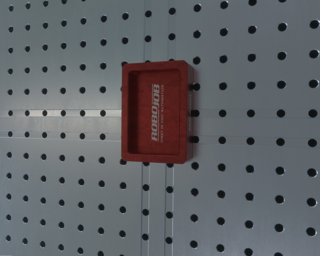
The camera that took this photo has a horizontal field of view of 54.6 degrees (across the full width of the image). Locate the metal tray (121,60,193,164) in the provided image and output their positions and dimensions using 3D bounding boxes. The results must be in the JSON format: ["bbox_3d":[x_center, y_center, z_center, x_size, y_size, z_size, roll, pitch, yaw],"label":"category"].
[{"bbox_3d":[-0.004,-0.020,0.411,0.090,0.030,0.129,1,90,20],"label":"metal tray"}]
